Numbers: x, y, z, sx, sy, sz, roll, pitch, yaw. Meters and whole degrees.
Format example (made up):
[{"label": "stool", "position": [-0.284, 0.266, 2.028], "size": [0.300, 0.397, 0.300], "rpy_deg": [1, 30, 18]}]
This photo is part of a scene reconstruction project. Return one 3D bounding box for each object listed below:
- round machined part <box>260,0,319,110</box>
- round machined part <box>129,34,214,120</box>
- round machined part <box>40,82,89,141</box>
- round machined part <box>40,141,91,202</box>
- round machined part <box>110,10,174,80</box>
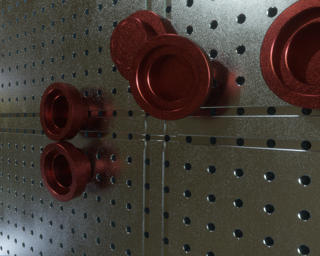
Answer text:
[{"label": "round machined part", "position": [0.145, -0.065, 0.278], "size": [0.098, 0.042, 0.097], "rpy_deg": [0, 90, 39]}, {"label": "round machined part", "position": [0.016, -0.060, 0.370], "size": [0.098, 0.042, 0.097], "rpy_deg": [4, 102, 21]}, {"label": "round machined part", "position": [-0.160, -0.027, 0.527], "size": [0.098, 0.042, 0.097], "rpy_deg": [0, 90, 39]}, {"label": "round machined part", "position": [-0.153, 0.069, 0.515], "size": [0.098, 0.042, 0.097], "rpy_deg": [8, 103, 36]}, {"label": "round machined part", "position": [-0.030, -0.111, 0.421], "size": [0.098, 0.042, 0.097], "rpy_deg": [0, 90, 39]}]
